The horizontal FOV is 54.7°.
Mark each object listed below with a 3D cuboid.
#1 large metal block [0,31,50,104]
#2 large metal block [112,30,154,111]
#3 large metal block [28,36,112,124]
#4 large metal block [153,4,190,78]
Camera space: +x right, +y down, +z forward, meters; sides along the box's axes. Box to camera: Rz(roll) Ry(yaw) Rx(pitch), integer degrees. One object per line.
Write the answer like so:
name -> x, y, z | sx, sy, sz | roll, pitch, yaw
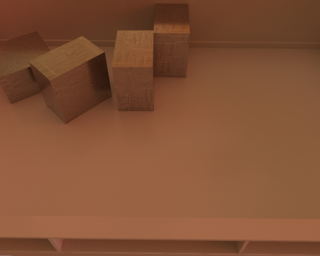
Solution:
large metal block -> -0.204, -0.093, 0.465 | 0.081, 0.050, 0.080 | -26, 55, -20
large metal block -> -0.034, -0.080, 0.436 | 0.050, 0.080, 0.080 | 0, 50, 0
large metal block -> -0.118, -0.065, 0.423 | 0.080, 0.080, 0.050 | -36, 59, -26
large metal block -> 0.017, -0.136, 0.483 | 0.050, 0.080, 0.080 | 2, 50, 1
